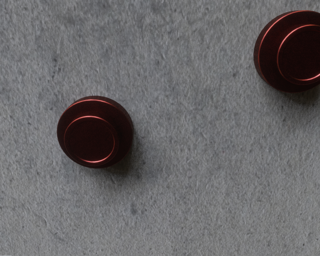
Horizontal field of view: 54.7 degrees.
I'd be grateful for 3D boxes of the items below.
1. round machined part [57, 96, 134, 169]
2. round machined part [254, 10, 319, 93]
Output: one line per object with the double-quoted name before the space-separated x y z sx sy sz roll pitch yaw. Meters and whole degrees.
"round machined part" -0.085 0.010 0.403 0.099 0.042 0.097 0 110 -1
"round machined part" 0.167 -0.089 0.370 0.099 0.042 0.097 0 110 -1
